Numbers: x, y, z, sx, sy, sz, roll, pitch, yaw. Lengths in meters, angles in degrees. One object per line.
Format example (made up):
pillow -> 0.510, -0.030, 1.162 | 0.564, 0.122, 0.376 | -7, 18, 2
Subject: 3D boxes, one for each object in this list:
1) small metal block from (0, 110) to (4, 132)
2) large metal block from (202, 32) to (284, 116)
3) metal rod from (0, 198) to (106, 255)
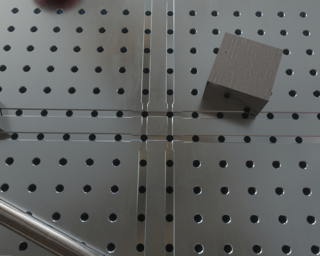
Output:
small metal block -> -0.245, -0.015, 0.415 | 0.050, 0.025, 0.050 | -18, 71, -7
large metal block -> 0.112, -0.074, 0.426 | 0.080, 0.050, 0.080 | 20, 71, 7
metal rod -> -0.103, 0.141, 0.359 | 0.301, 0.025, 0.025 | 25, 72, 8
